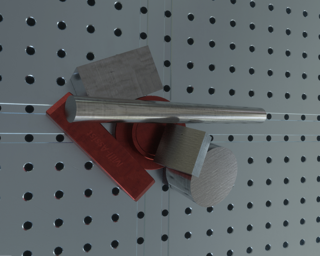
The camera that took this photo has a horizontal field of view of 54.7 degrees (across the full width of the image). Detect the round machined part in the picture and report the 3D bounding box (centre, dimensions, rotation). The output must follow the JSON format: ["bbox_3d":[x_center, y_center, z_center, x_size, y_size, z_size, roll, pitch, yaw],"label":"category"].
[{"bbox_3d":[-0.010,0.006,0.404,0.099,0.042,0.097,0,90,-21],"label":"round machined part"}]

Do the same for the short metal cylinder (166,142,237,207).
[{"bbox_3d":[0.055,0.057,0.408,0.081,0.050,0.079,-10,108,-33],"label":"short metal cylinder"}]

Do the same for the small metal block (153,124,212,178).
[{"bbox_3d":[0.027,0.025,0.364,0.025,0.050,0.050,36,72,-60],"label":"small metal block"}]

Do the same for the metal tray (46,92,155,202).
[{"bbox_3d":[-0.071,0.021,0.352,0.030,0.090,0.130,-46,105,-14],"label":"metal tray"}]

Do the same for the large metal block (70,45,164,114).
[{"bbox_3d":[-0.054,-0.052,0.363,0.081,0.080,0.050,-22,98,-19],"label":"large metal block"}]

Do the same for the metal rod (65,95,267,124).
[{"bbox_3d":[0.035,-0.018,0.376,0.302,0.025,0.025,0,90,-40],"label":"metal rod"}]
